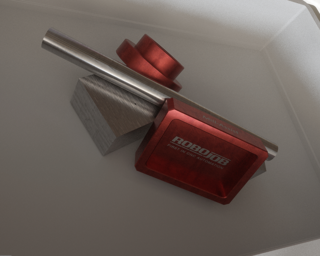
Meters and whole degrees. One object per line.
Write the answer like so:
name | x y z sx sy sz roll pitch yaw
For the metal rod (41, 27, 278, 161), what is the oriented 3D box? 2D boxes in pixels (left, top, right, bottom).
metal rod | 0.011 -0.033 0.365 0.301 0.025 0.025 26 53 -13

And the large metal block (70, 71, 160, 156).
large metal block | -0.049 -0.024 0.377 0.081 0.050 0.080 -25 76 -37

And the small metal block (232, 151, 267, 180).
small metal block | 0.115 0.043 0.425 0.025 0.050 0.050 14 56 -21

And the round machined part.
round machined part | -0.007 -0.086 0.410 0.098 0.042 0.098 39 13 -10

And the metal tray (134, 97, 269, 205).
metal tray | 0.047 0.031 0.366 0.131 0.089 0.030 24 25 -15
